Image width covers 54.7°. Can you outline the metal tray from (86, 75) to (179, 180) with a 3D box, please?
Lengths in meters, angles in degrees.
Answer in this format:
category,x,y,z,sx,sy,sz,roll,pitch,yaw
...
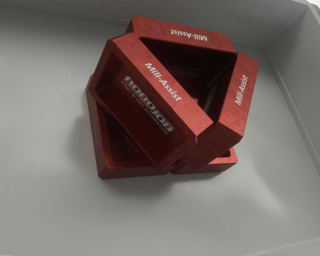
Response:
category,x,y,z,sx,sy,sz,roll,pitch,yaw
metal tray,-0.037,-0.005,0.385,0.091,0.030,0.130,0,61,-28

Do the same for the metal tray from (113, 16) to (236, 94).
category,x,y,z,sx,sy,sz,roll,pitch,yaw
metal tray,0.015,-0.082,0.380,0.131,0.090,0.030,2,62,-27

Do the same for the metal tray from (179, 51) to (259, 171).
category,x,y,z,sx,sy,sz,roll,pitch,yaw
metal tray,0.070,-0.021,0.373,0.030,0.090,0.130,31,52,-8

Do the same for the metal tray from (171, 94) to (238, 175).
category,x,y,z,sx,sy,sz,roll,pitch,yaw
metal tray,0.045,-0.004,0.427,0.091,0.030,0.130,1,60,-27

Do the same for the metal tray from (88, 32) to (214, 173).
category,x,y,z,sx,sy,sz,roll,pitch,yaw
metal tray,-0.016,-0.023,0.329,0.130,0.090,0.030,49,52,6
